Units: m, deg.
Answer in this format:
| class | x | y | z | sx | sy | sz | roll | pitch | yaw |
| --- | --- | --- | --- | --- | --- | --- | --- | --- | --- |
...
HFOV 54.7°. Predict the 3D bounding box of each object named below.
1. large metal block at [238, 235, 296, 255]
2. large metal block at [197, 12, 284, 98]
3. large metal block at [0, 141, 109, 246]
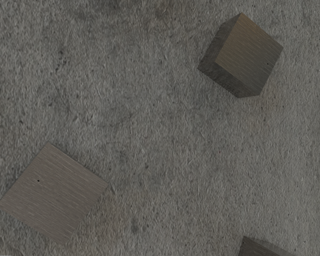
| class | x | y | z | sx | sy | sz | roll | pitch | yaw |
| --- | --- | --- | --- | --- | --- | --- | --- | --- | --- |
| large metal block | 0.151 | 0.209 | 0.436 | 0.050 | 0.080 | 0.080 | 20 | 83 | -19 |
| large metal block | 0.113 | -0.099 | 0.437 | 0.080 | 0.050 | 0.080 | 32 | 80 | -17 |
| large metal block | -0.119 | 0.070 | 0.352 | 0.080 | 0.050 | 0.080 | 39 | 78 | -16 |
